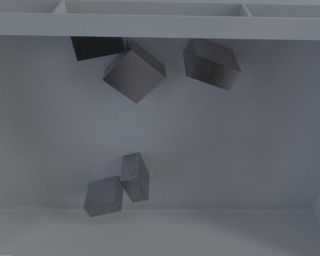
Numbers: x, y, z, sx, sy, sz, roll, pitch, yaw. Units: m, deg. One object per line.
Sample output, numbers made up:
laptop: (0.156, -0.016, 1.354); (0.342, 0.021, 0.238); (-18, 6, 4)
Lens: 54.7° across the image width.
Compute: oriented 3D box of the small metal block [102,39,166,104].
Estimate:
small metal block: (-0.029, -0.063, 0.355); (0.050, 0.025, 0.050); (35, 122, -27)

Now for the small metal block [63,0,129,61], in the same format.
small metal block: (-0.063, -0.099, 0.314); (0.050, 0.025, 0.050); (-9, 111, 7)

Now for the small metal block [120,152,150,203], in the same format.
small metal block: (-0.035, 0.073, 0.454); (0.025, 0.050, 0.050); (-13, 129, 10)

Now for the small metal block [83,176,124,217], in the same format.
small metal block: (-0.086, 0.106, 0.482); (0.050, 0.050, 0.025); (-14, 129, 11)

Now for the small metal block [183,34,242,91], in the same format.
small metal block: (0.055, -0.071, 0.333); (0.050, 0.050, 0.025); (17, 128, -15)
